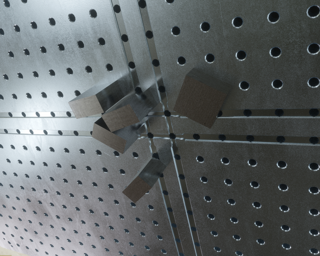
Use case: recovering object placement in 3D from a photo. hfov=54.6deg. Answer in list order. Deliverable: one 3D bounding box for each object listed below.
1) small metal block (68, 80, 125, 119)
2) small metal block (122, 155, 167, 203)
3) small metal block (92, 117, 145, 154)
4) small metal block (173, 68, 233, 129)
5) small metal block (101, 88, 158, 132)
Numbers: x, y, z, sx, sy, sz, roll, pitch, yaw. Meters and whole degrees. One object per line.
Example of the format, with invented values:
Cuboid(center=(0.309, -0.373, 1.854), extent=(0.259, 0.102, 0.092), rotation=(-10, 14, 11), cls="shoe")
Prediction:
Cuboid(center=(-0.085, -0.038, 0.417), extent=(0.050, 0.050, 0.025), rotation=(-10, 113, 32), cls="small metal block")
Cuboid(center=(-0.023, 0.075, 0.454), extent=(0.025, 0.050, 0.050), rotation=(41, 129, 0), cls="small metal block")
Cuboid(center=(-0.057, 0.002, 0.427), extent=(0.050, 0.050, 0.025), rotation=(28, 128, 11), cls="small metal block")
Cuboid(center=(0.049, -0.035, 0.364), extent=(0.050, 0.025, 0.050), rotation=(27, 128, 11), cls="small metal block")
Cuboid(center=(-0.039, -0.023, 0.402), extent=(0.050, 0.050, 0.025), rotation=(-18, 109, 35), cls="small metal block")
